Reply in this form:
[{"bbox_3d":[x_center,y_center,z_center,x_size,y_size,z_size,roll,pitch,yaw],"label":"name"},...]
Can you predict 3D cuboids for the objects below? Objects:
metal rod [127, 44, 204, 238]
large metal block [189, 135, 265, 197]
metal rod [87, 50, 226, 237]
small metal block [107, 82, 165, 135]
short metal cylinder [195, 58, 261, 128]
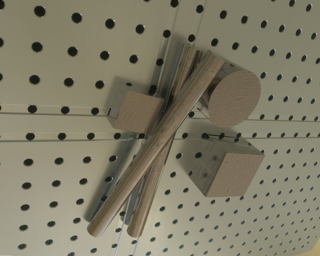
[{"bbox_3d":[0.000,0.034,0.431,0.025,0.025,0.298,3,117,-30],"label":"metal rod"},{"bbox_3d":[0.105,0.061,0.490,0.081,0.050,0.079,6,115,-31],"label":"large metal block"},{"bbox_3d":[-0.015,0.034,0.402,0.025,0.025,0.298,20,114,-36],"label":"metal rod"},{"bbox_3d":[-0.030,-0.023,0.381,0.050,0.025,0.050,11,113,-33],"label":"small metal block"},{"bbox_3d":[0.085,-0.047,0.412,0.081,0.050,0.079,-14,124,-21],"label":"short metal cylinder"}]
